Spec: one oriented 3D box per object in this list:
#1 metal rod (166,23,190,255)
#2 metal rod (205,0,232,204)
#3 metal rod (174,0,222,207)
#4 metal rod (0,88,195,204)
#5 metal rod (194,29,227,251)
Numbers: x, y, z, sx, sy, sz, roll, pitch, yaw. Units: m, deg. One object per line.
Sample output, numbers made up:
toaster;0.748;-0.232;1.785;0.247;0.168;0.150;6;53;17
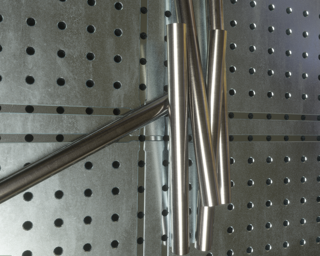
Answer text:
metal rod;0.024;0.021;0.402;0.025;0.025;0.298;-5;99;-20
metal rod;0.084;-0.042;0.444;0.025;0.025;0.298;-3;91;-20
metal rod;0.046;-0.051;0.403;0.025;0.025;0.298;-5;84;-20
metal rod;-0.070;0.011;0.387;0.302;0.025;0.025;-29;100;-18
metal rod;0.069;0.019;0.425;0.025;0.025;0.298;1;95;-20
